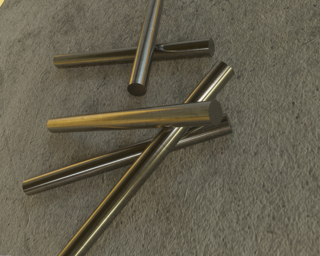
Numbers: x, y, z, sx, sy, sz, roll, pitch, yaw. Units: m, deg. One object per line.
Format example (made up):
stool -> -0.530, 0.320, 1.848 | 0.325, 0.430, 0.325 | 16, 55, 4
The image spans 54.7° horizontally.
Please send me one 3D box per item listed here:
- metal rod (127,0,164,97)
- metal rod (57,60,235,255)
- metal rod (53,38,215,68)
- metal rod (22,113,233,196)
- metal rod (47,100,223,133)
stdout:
metal rod -> -0.013, -0.167, 0.488 | 0.025, 0.025, 0.300 | -10, 49, 23
metal rod -> -0.019, 0.046, 0.361 | 0.300, 0.025, 0.025 | -51, 51, 2
metal rod -> -0.059, -0.119, 0.508 | 0.300, 0.025, 0.025 | 2, 63, 29
metal rod -> -0.054, 0.040, 0.407 | 0.301, 0.025, 0.025 | -19, 55, 17
metal rod -> -0.058, -0.009, 0.397 | 0.300, 0.025, 0.025 | -3, 60, 42
